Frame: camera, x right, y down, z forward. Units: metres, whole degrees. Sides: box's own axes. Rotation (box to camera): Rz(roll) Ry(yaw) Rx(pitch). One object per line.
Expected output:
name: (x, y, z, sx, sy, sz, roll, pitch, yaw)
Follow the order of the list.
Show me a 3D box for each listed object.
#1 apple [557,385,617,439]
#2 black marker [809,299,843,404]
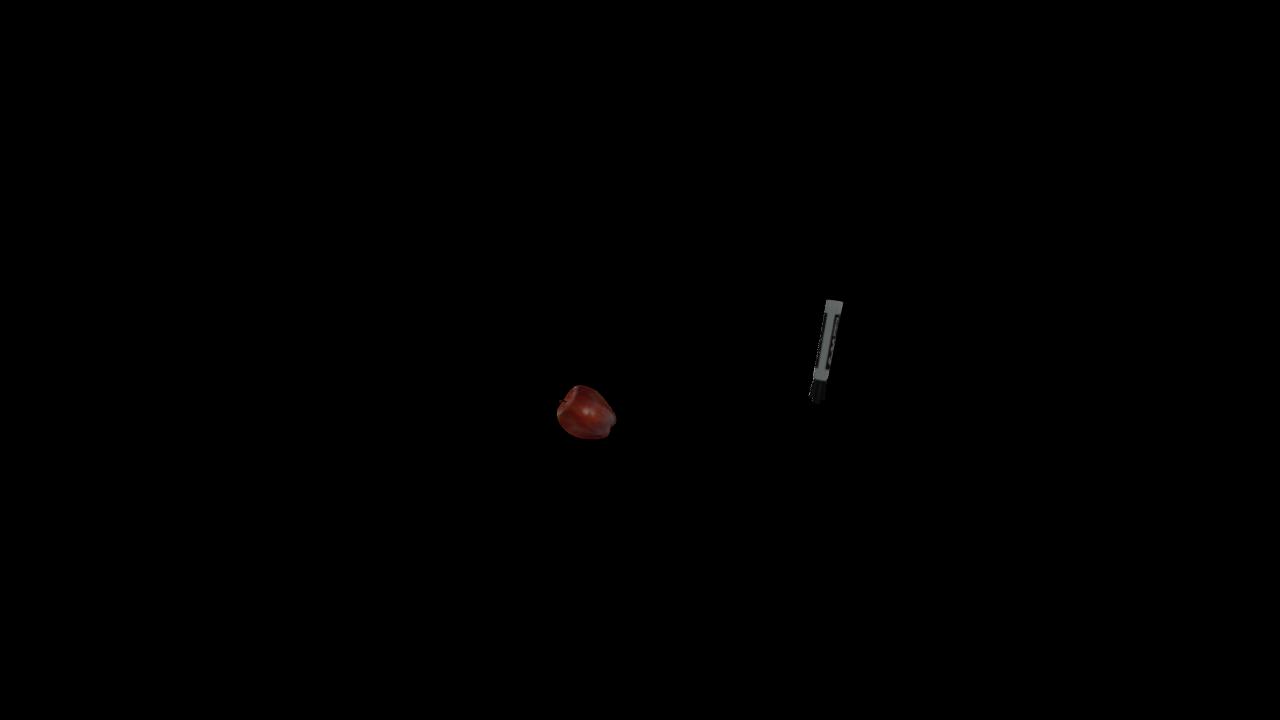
apple: (-0.085, 0.085, 0.963, 0.093, 0.079, 0.079, 32, -8, -12)
black marker: (0.214, -0.009, 0.710, 0.020, 0.121, 0.020, 8, 9, -1)
